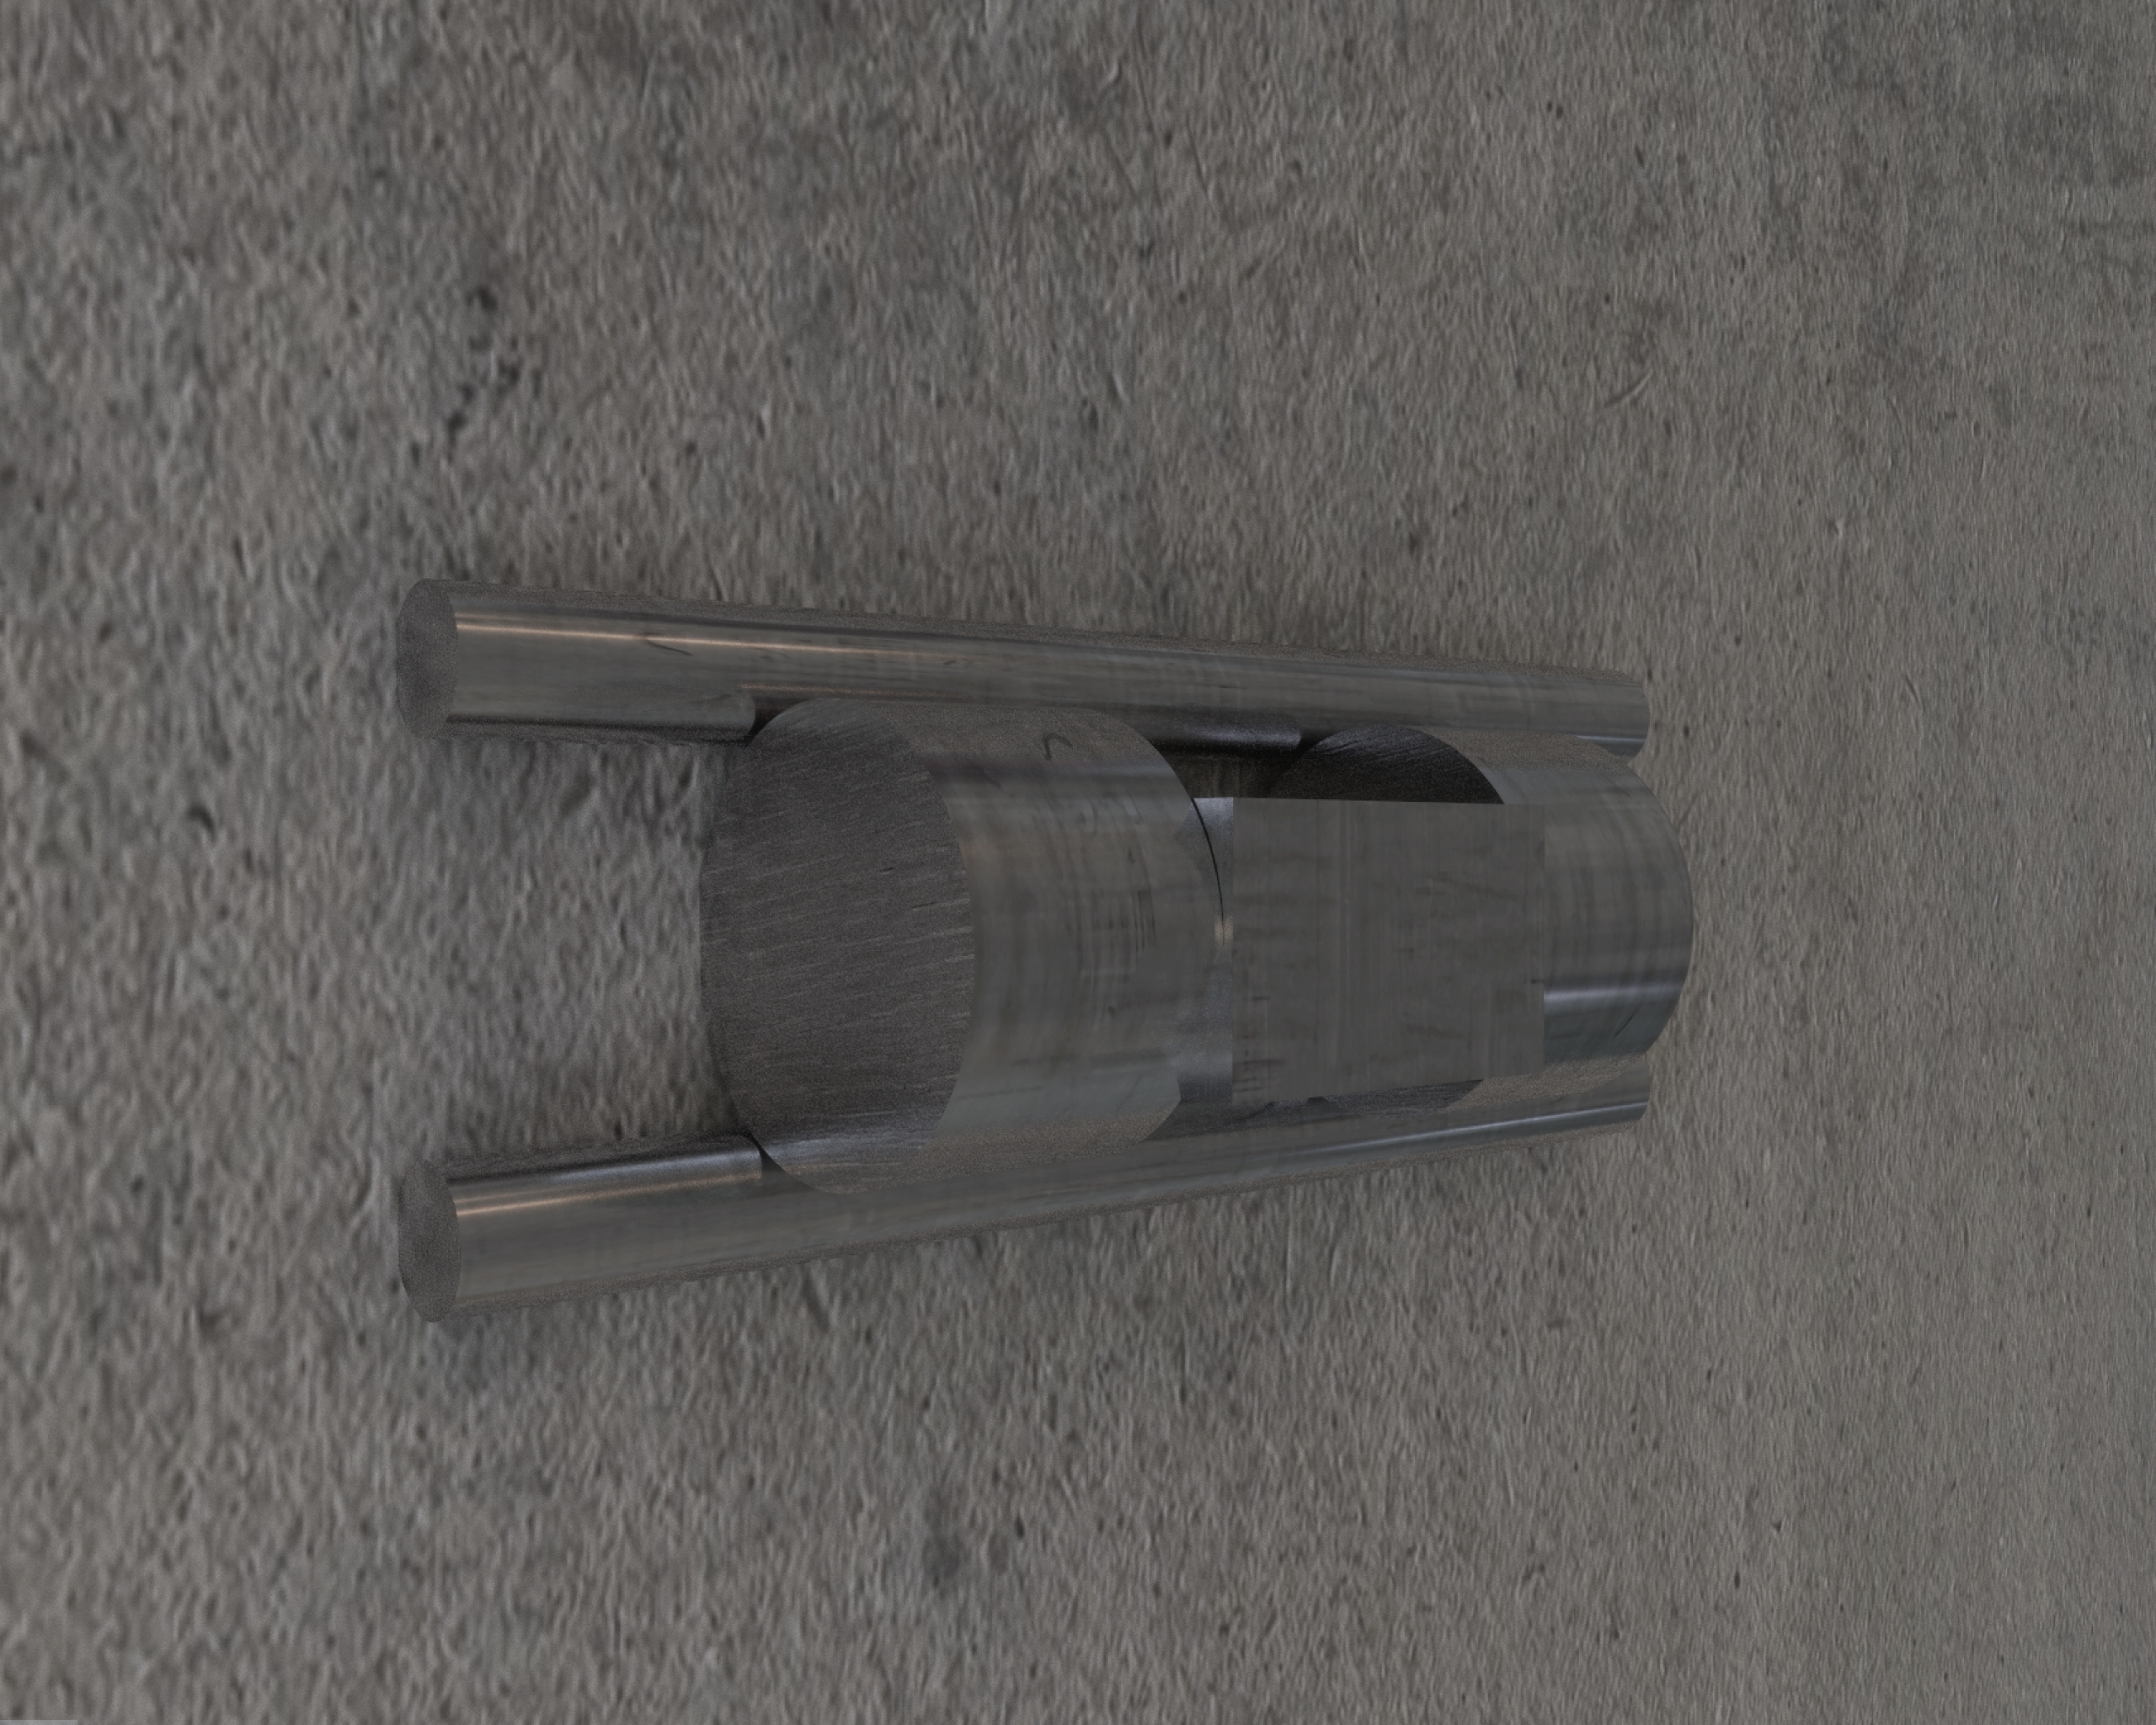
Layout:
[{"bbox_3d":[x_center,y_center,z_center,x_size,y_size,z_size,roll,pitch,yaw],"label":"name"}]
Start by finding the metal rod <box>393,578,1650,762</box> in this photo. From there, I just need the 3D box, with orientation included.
[{"bbox_3d":[0.015,-0.033,0.419,0.302,0.025,0.025,-1,91,-40],"label":"metal rod"}]

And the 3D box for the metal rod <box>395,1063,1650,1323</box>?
[{"bbox_3d":[0.015,0.057,0.419,0.302,0.025,0.025,-1,91,-40],"label":"metal rod"}]

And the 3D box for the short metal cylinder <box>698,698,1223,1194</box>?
[{"bbox_3d":[-0.022,0.013,0.352,0.050,0.080,0.079,-1,91,-40],"label":"short metal cylinder"}]

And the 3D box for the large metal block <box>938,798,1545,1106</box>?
[{"bbox_3d":[0.030,0.014,0.392,0.081,0.080,0.050,0,90,-40],"label":"large metal block"}]

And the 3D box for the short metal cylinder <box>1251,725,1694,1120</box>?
[{"bbox_3d":[0.080,0.012,0.436,0.050,0.080,0.079,-1,91,-40],"label":"short metal cylinder"}]
